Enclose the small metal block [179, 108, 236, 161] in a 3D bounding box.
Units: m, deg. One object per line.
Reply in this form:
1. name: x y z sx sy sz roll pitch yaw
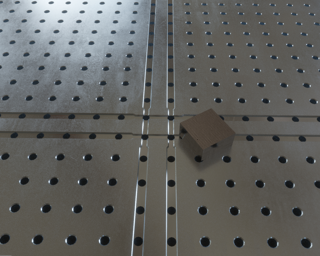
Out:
1. small metal block: 0.060 0.008 0.402 0.050 0.025 0.050 -25 54 -19
